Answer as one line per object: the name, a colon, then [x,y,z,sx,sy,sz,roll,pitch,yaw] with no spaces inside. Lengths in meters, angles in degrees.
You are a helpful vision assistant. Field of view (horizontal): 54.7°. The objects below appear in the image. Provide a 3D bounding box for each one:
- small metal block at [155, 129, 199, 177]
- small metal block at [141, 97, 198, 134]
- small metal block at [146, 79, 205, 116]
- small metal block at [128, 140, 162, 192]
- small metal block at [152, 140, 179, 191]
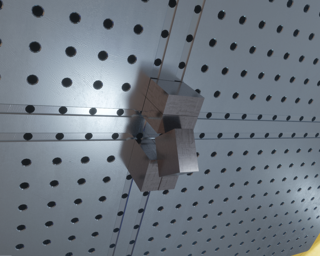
small metal block: [0.019,0.031,0.372,0.025,0.050,0.050,1,76,-28]
small metal block: [0.011,-0.016,0.392,0.050,0.050,0.025,2,118,-30]
small metal block: [0.018,-0.038,0.382,0.050,0.050,0.025,2,118,-30]
small metal block: [-0.018,0.050,0.417,0.025,0.050,0.050,1,118,-30]
small metal block: [0.004,0.050,0.429,0.025,0.050,0.050,1,118,-30]
